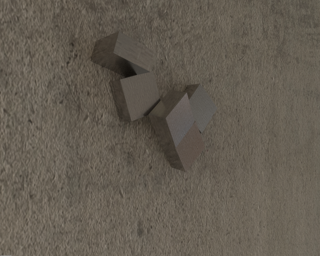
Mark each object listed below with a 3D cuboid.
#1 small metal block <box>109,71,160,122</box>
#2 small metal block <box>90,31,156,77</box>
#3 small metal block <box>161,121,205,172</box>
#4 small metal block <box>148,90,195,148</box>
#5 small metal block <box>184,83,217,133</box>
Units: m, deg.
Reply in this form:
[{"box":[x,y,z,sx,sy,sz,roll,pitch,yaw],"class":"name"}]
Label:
[{"box":[-0.029,-0.039,0.380,0.050,0.025,0.050,-23,105,-37],"class":"small metal block"},{"box":[-0.042,-0.082,0.352,0.050,0.050,0.025,21,77,-38],"class":"small metal block"},{"box":[0.032,0.023,0.425,0.050,0.025,0.050,-47,131,-30],"class":"small metal block"},{"box":[0.016,-0.012,0.391,0.050,0.025,0.050,-51,139,-32],"class":"small metal block"},{"box":[0.050,-0.028,0.446,0.050,0.025,0.050,50,61,-28],"class":"small metal block"}]
